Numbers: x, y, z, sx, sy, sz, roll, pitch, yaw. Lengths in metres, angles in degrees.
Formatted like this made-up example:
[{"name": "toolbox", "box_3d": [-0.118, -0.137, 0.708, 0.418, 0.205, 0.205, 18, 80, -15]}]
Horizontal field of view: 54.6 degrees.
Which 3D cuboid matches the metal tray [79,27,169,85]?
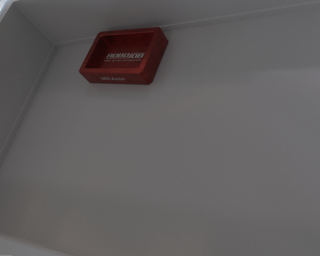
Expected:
[{"name": "metal tray", "box_3d": [-0.061, -0.117, 0.507, 0.130, 0.030, 0.090, 6, 65, 31]}]
